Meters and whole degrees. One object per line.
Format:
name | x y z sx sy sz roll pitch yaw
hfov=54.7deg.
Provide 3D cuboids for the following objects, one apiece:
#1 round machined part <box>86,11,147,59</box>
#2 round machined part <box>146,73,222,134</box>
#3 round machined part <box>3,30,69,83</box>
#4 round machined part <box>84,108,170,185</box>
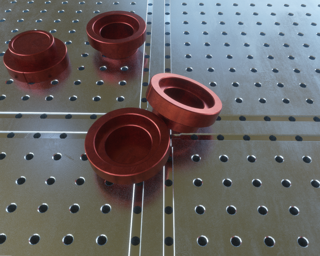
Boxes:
round machined part | -0.072 -0.155 0.526 0.099 0.042 0.098 0 50 0
round machined part | 0.028 -0.030 0.406 0.099 0.042 0.098 16 32 -10
round machined part | -0.200 -0.120 0.495 0.099 0.042 0.098 0 50 0
round machined part | -0.037 0.025 0.373 0.099 0.042 0.098 -1 52 1
